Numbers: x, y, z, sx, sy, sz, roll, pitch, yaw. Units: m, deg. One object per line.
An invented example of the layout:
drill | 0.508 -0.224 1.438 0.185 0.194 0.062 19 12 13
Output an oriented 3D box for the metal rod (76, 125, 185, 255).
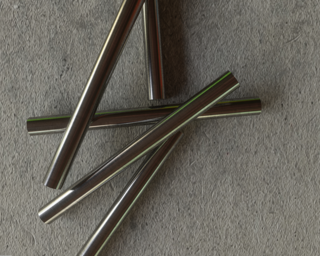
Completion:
metal rod | -0.064 0.124 0.409 0.025 0.025 0.299 35 90 0

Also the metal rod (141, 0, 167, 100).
metal rod | -0.015 -0.186 0.409 0.025 0.025 0.298 -4 90 0

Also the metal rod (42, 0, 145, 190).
metal rod | -0.073 -0.066 0.383 0.025 0.025 0.299 24 90 0

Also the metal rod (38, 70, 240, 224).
metal rod | -0.031 0.028 0.392 0.300 0.025 0.025 -36 90 6

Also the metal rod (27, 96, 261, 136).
metal rod | -0.020 -0.016 0.409 0.302 0.025 0.025 -5 90 0
